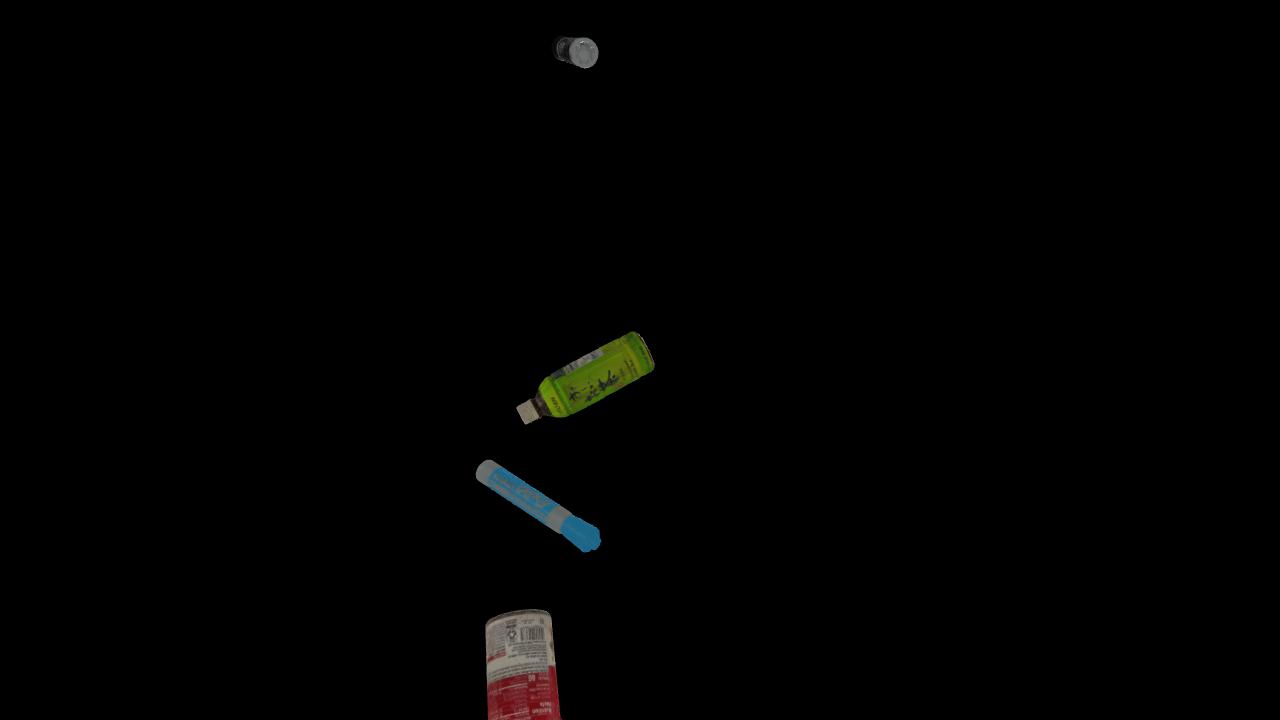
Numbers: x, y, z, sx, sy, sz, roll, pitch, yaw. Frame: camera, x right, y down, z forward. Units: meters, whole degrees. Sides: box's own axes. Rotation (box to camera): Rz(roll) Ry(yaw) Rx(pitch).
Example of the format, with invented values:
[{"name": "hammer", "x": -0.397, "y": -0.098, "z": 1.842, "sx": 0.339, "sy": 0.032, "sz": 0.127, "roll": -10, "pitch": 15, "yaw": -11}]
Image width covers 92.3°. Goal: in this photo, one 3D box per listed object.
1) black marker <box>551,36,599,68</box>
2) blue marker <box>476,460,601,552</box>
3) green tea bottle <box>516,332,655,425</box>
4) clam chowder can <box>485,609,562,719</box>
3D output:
[{"name": "black marker", "x": -0.051, "y": -0.235, "z": 0.467, "sx": 0.020, "sy": 0.020, "sz": 0.121, "roll": 0, "pitch": 27, "yaw": -15}, {"name": "blue marker", "x": -0.076, "y": 0.107, "z": 0.456, "sx": 0.121, "sy": 0.020, "sz": 0.020, "roll": 23, "pitch": 13, "yaw": 32}, {"name": "green tea bottle", "x": -0.084, "y": 0.033, "z": 0.921, "sx": 0.212, "sy": 0.073, "sz": 0.073, "roll": -27, "pitch": 4, "yaw": -8}, {"name": "clam chowder can", "x": -0.115, "y": 0.303, "z": 0.595, "sx": 0.068, "sy": 0.102, "sz": 0.068, "roll": -9, "pitch": -35, "yaw": -6}]
